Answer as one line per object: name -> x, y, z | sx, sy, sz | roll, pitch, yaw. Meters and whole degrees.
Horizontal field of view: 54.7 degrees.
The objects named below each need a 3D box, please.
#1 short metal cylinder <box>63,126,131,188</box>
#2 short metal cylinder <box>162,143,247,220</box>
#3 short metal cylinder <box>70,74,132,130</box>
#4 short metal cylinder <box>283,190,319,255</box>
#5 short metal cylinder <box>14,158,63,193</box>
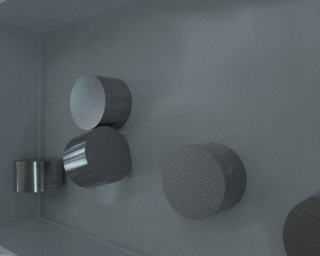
short metal cylinder -> -0.088, 0.042, 0.441 | 0.050, 0.081, 0.080 | -21, 77, 38
short metal cylinder -> 0.049, 0.058, 0.349 | 0.080, 0.050, 0.079 | 0, 90, 39
short metal cylinder -> -0.089, -0.037, 0.461 | 0.080, 0.050, 0.079 | 0, 90, 39
short metal cylinder -> 0.154, 0.093, 0.263 | 0.080, 0.050, 0.079 | 0, 90, 39
short metal cylinder -> -0.212, 0.080, 0.542 | 0.080, 0.081, 0.050 | -2, 89, 39
